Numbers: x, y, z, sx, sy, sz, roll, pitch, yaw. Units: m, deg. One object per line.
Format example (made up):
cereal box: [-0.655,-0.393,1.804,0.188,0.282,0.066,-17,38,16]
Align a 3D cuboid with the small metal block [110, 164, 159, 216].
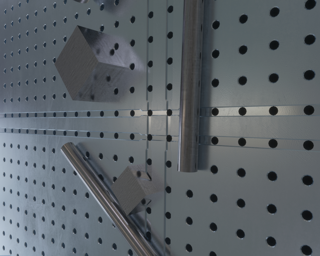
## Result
small metal block: [-0.037,0.088,0.440,0.050,0.025,0.050,-51,61,28]

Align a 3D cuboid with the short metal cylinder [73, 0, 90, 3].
short metal cylinder: [-0.132,-0.243,0.483,0.050,0.081,0.080,-44,64,31]

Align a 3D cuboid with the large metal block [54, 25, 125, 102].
large metal block: [-0.112,-0.098,0.486,0.080,0.050,0.080,-46,62,30]

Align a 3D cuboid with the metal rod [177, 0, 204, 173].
metal rod: [0.039,-0.096,0.377,0.025,0.025,0.298,3,92,40]

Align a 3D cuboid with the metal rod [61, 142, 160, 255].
metal rod: [-0.069,0.124,0.466,0.300,0.025,0.025,44,116,31]
